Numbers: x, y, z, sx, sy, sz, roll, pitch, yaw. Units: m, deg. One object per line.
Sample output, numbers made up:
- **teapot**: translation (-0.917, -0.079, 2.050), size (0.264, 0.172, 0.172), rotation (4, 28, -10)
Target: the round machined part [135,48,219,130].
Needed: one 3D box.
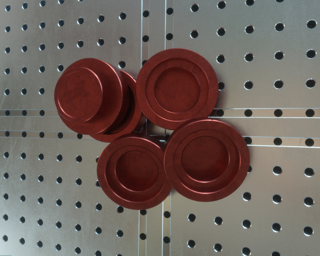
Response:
- **round machined part**: translation (0.021, -0.046, 0.386), size (0.099, 0.042, 0.097), rotation (0, 91, 3)

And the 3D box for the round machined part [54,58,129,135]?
- **round machined part**: translation (-0.092, -0.040, 0.390), size (0.098, 0.042, 0.097), rotation (0, 90, 19)

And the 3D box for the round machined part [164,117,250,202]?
- **round machined part**: translation (0.053, 0.035, 0.372), size (0.099, 0.042, 0.097), rotation (0, 100, -2)

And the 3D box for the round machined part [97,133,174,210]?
- **round machined part**: translation (-0.028, 0.053, 0.403), size (0.098, 0.042, 0.097), rotation (2, 104, 9)

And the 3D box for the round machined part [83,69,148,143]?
- **round machined part**: translation (-0.060, -0.030, 0.423), size (0.098, 0.042, 0.097), rotation (0, 90, 19)
